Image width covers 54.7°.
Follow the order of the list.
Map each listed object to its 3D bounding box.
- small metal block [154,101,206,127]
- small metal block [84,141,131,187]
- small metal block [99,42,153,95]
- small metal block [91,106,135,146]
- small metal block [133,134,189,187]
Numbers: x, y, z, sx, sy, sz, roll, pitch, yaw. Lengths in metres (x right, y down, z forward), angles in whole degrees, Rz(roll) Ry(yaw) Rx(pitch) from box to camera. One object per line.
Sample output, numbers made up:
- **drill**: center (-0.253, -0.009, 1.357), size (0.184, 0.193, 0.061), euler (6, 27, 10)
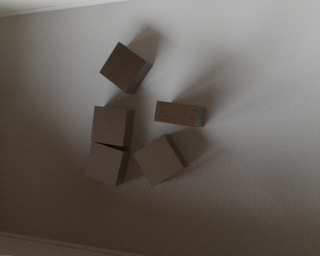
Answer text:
- **small metal block**: center (0.027, -0.017, 0.388), size (0.050, 0.050, 0.025), euler (9, 93, 20)
- **small metal block**: center (-0.074, 0.049, 0.436), size (0.050, 0.025, 0.050), euler (16, 95, 19)
- **small metal block**: center (-0.046, -0.082, 0.427), size (0.050, 0.025, 0.050), euler (38, 102, 16)
- **small metal block**: center (-0.066, -0.003, 0.434), size (0.050, 0.025, 0.050), euler (8, 93, 19)
- **small metal block**: center (0.001, 0.042, 0.410), size (0.050, 0.025, 0.050), euler (-34, 79, 17)
